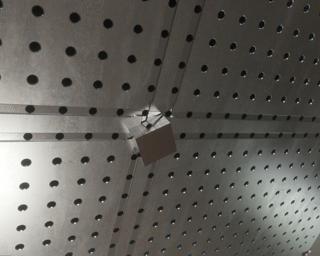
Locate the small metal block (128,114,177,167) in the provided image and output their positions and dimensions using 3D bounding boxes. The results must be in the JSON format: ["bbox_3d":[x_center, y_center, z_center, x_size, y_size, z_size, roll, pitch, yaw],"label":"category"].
[{"bbox_3d":[-0.009,0.017,0.418,0.050,0.025,0.050,-25,128,-13],"label":"small metal block"}]
